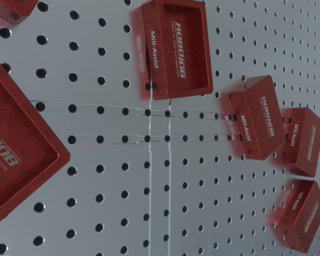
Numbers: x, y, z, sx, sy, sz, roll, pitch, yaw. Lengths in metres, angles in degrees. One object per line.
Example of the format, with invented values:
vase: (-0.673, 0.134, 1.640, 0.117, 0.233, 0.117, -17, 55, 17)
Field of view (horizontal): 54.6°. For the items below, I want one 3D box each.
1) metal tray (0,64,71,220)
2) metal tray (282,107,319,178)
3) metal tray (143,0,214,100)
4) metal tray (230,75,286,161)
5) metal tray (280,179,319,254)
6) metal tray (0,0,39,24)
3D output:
metal tray: (-0.155, 0.006, 0.275, 0.090, 0.030, 0.130, -45, 117, -30)
metal tray: (0.308, 0.031, 0.662, 0.090, 0.030, 0.130, 28, 73, -37)
metal tray: (0.028, -0.108, 0.427, 0.091, 0.030, 0.129, -11, 97, -39)
metal tray: (0.178, -0.019, 0.553, 0.091, 0.030, 0.129, -32, 110, -35)
metal tray: (0.309, 0.186, 0.663, 0.131, 0.030, 0.090, -47, 118, -30)
metal tray: (-0.139, -0.177, 0.287, 0.090, 0.030, 0.130, 33, 70, -35)
